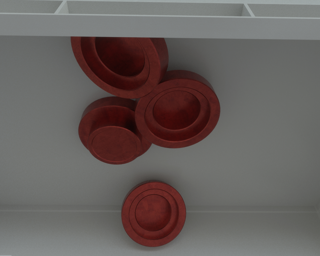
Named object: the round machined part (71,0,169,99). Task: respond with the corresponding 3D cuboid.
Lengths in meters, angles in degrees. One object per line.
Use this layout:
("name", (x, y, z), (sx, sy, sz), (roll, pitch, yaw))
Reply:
("round machined part", (-0.036, -0.081, 0.313), (0.098, 0.042, 0.097), (17, 138, 17))

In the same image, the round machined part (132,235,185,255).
("round machined part", (-0.002, 0.220, 0.588), (0.099, 0.042, 0.097), (0, 130, 0))

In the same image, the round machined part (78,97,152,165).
("round machined part", (-0.058, 0.010, 0.406), (0.099, 0.042, 0.097), (0, 130, 0))

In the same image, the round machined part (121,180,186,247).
("round machined part", (-0.012, 0.131, 0.487), (0.099, 0.042, 0.097), (0, 87, -9))

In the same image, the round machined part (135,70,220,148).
("round machined part", (0.019, -0.026, 0.372), (0.099, 0.042, 0.097), (-3, 127, -4))
